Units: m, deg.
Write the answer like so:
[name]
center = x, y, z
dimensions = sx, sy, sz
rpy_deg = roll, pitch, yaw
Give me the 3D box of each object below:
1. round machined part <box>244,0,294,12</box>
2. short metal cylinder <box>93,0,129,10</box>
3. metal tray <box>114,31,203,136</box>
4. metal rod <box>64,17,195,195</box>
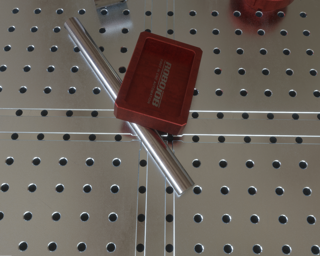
[round machined part]
center = 0.167, -0.223, 0.485
dimensions = 0.099, 0.042, 0.098
rpy_deg = 0, 70, 0
[short metal cylinder]
center = -0.083, -0.224, 0.464
dimensions = 0.050, 0.080, 0.080
rpy_deg = -17, 71, -6
[metal tray]
center = 0.000, -0.063, 0.414
dimensions = 0.090, 0.030, 0.130
rpy_deg = 17, 62, -3
[metal rod]
center = -0.050, -0.041, 0.425
dimensions = 0.025, 0.025, 0.299
rpy_deg = -32, 73, -11
